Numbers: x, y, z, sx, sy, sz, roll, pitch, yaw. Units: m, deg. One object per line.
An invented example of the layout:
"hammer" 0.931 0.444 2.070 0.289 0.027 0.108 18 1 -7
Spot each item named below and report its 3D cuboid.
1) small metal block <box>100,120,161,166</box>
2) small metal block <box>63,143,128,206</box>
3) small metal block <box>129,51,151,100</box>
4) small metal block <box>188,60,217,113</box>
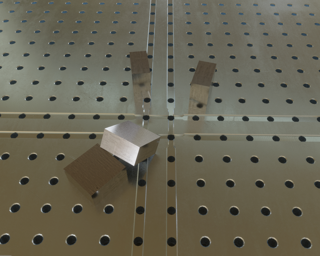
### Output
"small metal block" -0.035 0.017 0.379 0.050 0.025 0.050 26 23 20
"small metal block" -0.074 0.053 0.363 0.050 0.025 0.050 36 58 26
"small metal block" -0.029 -0.077 0.456 0.025 0.050 0.050 -6 50 -5
"small metal block" 0.060 -0.059 0.441 0.025 0.050 0.050 13 51 11
